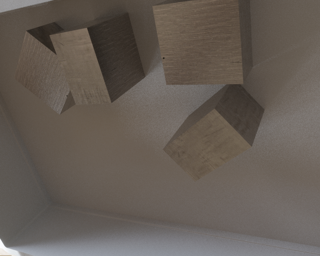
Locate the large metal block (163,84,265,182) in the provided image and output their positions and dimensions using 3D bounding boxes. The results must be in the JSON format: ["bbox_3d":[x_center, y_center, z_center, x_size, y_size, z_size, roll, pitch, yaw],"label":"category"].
[{"bbox_3d":[0.061,0.001,0.341,0.050,0.080,0.080,46,129,-4],"label":"large metal block"}]

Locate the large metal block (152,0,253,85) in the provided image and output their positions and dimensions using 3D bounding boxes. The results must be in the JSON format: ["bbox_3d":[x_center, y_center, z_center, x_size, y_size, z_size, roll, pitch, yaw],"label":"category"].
[{"bbox_3d":[0.046,-0.090,0.312,0.080,0.050,0.079,3,120,26],"label":"large metal block"}]

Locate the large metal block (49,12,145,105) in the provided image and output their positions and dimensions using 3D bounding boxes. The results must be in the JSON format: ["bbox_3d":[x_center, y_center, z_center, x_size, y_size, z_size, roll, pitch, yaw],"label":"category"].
[{"bbox_3d":[-0.067,-0.080,0.357,0.050,0.080,0.080,0,118,28],"label":"large metal block"}]

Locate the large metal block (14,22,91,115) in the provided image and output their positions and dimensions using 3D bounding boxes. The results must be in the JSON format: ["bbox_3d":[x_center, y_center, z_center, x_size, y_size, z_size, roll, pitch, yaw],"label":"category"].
[{"bbox_3d":[-0.138,-0.079,0.414,0.080,0.050,0.080,39,129,1],"label":"large metal block"}]
